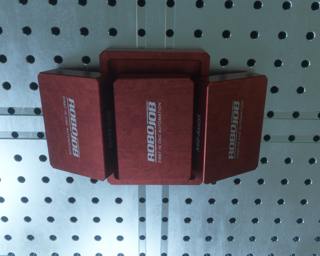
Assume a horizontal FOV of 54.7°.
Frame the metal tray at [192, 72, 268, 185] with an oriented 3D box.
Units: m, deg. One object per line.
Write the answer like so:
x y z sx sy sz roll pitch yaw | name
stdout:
0.086 -0.001 0.391 0.091 0.030 0.129 -11 113 -26 | metal tray

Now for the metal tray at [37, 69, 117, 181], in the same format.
-0.101 -0.005 0.388 0.090 0.030 0.129 9 113 24 | metal tray

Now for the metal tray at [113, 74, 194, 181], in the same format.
-0.007 0.001 0.378 0.091 0.030 0.129 0 110 -1 | metal tray

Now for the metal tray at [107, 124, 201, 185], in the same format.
-0.006 0.032 0.423 0.131 0.030 0.089 0 111 -1 | metal tray

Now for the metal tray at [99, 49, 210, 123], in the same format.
-0.006 -0.053 0.391 0.131 0.030 0.089 0 111 -1 | metal tray
